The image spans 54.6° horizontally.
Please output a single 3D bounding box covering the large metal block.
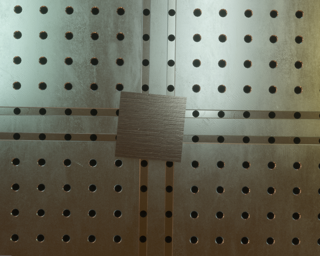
[{"bbox_3d":[-0.011,-0.002,0.401,0.080,0.050,0.080,5,90,0],"label":"large metal block"}]
